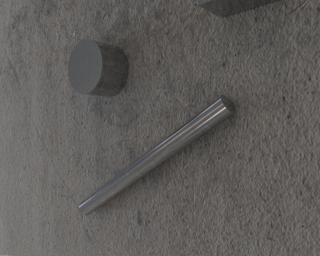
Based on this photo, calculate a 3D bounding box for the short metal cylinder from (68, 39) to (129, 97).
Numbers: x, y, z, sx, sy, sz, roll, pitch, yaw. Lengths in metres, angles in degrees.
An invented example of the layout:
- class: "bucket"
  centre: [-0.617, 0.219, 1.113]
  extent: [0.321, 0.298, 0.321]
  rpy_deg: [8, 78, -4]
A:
- class: "short metal cylinder"
  centre: [-0.093, -0.088, 0.466]
  extent: [0.080, 0.050, 0.080]
  rpy_deg: [0, 90, 40]

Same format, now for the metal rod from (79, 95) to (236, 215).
- class: "metal rod"
  centre: [-0.022, 0.052, 0.423]
  extent: [0.299, 0.025, 0.025]
  rpy_deg: [-39, 67, 33]

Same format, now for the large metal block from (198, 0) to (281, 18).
- class: "large metal block"
  centre: [0.085, -0.170, 0.318]
  extent: [0.080, 0.050, 0.080]
  rpy_deg: [-4, 88, 40]
